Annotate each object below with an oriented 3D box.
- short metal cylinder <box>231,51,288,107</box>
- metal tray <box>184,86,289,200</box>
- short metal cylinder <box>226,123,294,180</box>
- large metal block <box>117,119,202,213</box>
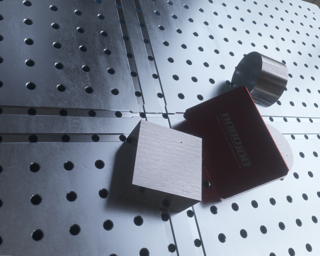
[{"bbox_3d":[0.161,-0.078,0.507,0.050,0.080,0.080,17,55,-19],"label":"short metal cylinder"},{"bbox_3d":[0.098,0.019,0.412,0.090,0.030,0.130,-23,69,7],"label":"metal tray"},{"bbox_3d":[0.141,0.039,0.444,0.081,0.050,0.080,14,56,-21],"label":"short metal cylinder"},{"bbox_3d":[0.001,0.046,0.365,0.081,0.050,0.080,18,55,-18],"label":"large metal block"}]
